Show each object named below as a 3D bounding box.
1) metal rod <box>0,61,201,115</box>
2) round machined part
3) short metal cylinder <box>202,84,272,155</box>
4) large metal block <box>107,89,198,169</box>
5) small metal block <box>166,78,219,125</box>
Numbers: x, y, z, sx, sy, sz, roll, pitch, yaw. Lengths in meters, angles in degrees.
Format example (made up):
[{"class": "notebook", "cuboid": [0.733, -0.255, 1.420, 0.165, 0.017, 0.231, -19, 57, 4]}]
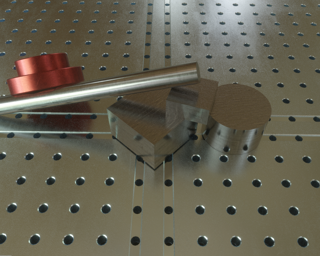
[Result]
[{"class": "metal rod", "cuboid": [-0.101, -0.044, 0.387, 0.301, 0.025, 0.025, -7, 48, 16]}, {"class": "round machined part", "cuboid": [-0.157, -0.076, 0.423, 0.099, 0.042, 0.098, -10, 12, 2]}, {"class": "short metal cylinder", "cuboid": [0.097, -0.012, 0.403, 0.081, 0.050, 0.080, 0, 50, 0]}, {"class": "large metal block", "cuboid": [-0.008, -0.009, 0.396, 0.080, 0.050, 0.080, 36, 58, 26]}, {"class": "small metal block", "cuboid": [0.039, -0.036, 0.370, 0.050, 0.025, 0.050, 15, 51, 11]}]
